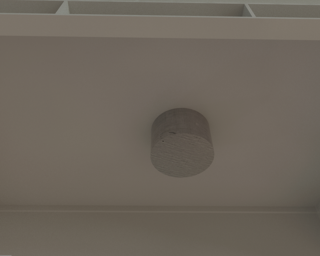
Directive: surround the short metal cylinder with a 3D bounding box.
[{"bbox_3d":[0.028,0.020,0.410,0.080,0.050,0.080,0,130,0],"label":"short metal cylinder"}]
